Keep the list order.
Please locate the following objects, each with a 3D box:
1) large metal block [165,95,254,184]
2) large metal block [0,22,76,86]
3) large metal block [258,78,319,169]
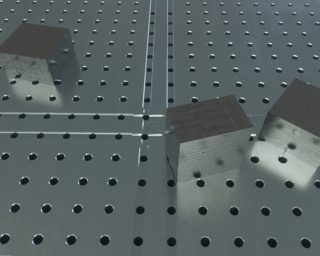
[{"bbox_3d":[0.052,0.014,0.360,0.081,0.080,0.050,-12,51,-10],"label":"large metal block"},{"bbox_3d":[-0.192,-0.118,0.490,0.080,0.050,0.080,10,51,8],"label":"large metal block"},{"bbox_3d":[0.188,-0.008,0.400,0.080,0.050,0.080,32,57,24],"label":"large metal block"}]
